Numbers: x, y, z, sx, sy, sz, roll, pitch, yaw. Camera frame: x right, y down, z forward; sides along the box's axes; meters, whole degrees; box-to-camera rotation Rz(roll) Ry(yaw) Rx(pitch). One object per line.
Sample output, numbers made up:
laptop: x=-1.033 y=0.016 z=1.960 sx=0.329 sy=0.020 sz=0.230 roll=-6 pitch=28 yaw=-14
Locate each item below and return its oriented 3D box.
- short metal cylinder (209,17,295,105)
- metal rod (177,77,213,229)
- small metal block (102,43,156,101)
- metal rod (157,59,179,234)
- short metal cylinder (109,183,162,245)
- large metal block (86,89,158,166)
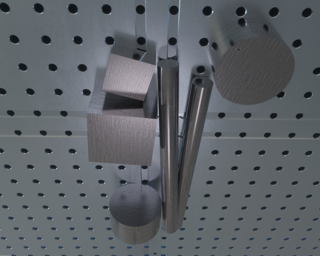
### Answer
short metal cylinder: x=0.096 y=-0.072 z=0.335 sx=0.081 sy=0.050 sz=0.079 roll=0 pitch=130 yaw=0
metal rod: x=0.039 y=0.059 z=0.462 sx=0.025 sy=0.025 sz=0.298 roll=3 pitch=130 yaw=-3
small metal block: x=-0.036 y=-0.064 z=0.357 sx=0.050 sy=0.025 sz=0.050 roll=13 pitch=129 yaw=-11
metal rod: x=0.013 y=0.048 z=0.437 sx=0.025 sy=0.025 sz=0.298 roll=-1 pitch=126 yaw=1
short metal cylinder: x=-0.038 y=0.134 z=0.490 sx=0.081 sy=0.080 sz=0.050 roll=2 pitch=130 yaw=-2
large metal block: x=-0.047 y=0.000 z=0.395 sx=0.081 sy=0.050 sz=0.079 roll=5 pitch=130 yaw=-5
